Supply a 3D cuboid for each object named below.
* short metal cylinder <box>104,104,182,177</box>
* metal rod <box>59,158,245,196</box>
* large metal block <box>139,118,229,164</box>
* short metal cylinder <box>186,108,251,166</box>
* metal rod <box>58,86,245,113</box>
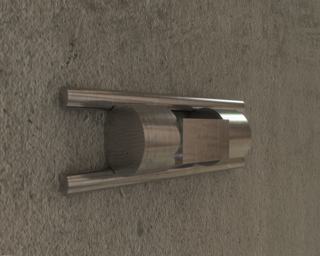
[{"bbox_3d":[-0.022,0.013,0.352,0.050,0.080,0.079,-1,91,-40],"label":"short metal cylinder"},{"bbox_3d":[0.015,0.057,0.419,0.302,0.025,0.025,-1,91,-40],"label":"metal rod"},{"bbox_3d":[0.030,0.014,0.392,0.081,0.080,0.050,0,90,-40],"label":"large metal block"},{"bbox_3d":[0.080,0.012,0.436,0.050,0.080,0.079,-1,91,-40],"label":"short metal cylinder"},{"bbox_3d":[0.015,-0.033,0.419,0.302,0.025,0.025,-1,91,-40],"label":"metal rod"}]
